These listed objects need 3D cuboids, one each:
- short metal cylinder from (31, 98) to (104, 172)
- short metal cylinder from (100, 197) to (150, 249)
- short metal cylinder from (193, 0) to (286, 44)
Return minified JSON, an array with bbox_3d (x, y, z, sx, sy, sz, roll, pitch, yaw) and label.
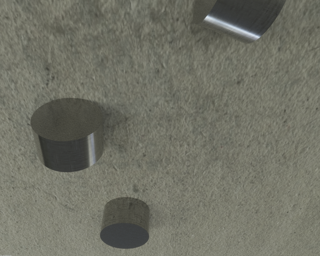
[{"bbox_3d":[-0.109,0.007,0.375,0.081,0.080,0.050,4,130,-4],"label":"short metal cylinder"},{"bbox_3d":[-0.058,0.163,0.529,0.081,0.050,0.079,0,130,0],"label":"short metal cylinder"},{"bbox_3d":[0.069,-0.121,0.269,0.050,0.080,0.079,17,128,-14],"label":"short metal cylinder"}]
